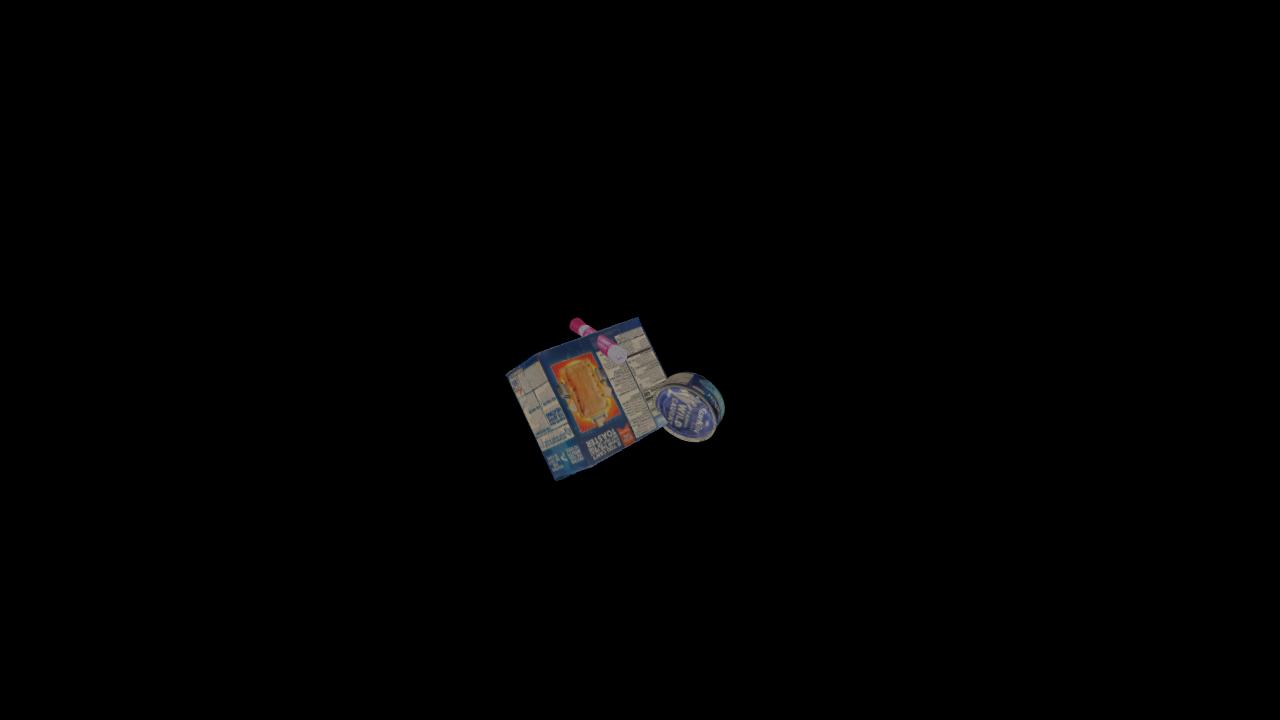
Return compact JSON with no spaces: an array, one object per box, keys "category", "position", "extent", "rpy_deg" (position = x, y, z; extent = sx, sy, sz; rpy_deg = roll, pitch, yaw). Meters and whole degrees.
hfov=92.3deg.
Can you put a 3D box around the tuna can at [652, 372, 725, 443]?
[{"category":"tuna can","position":[0.059,0.056,0.739],"extent":[0.084,0.084,0.034],"rpy_deg":[0,32,35]}]

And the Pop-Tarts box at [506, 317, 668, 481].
[{"category":"Pop-Tarts box","position":[-0.051,0.043,0.751],"extent":[0.167,0.141,0.083],"rpy_deg":[-24,-4,-42]}]

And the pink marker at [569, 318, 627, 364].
[{"category":"pink marker","position":[-0.053,-0.025,0.745],"extent":[0.020,0.020,0.121],"rpy_deg":[0,21,-34]}]
